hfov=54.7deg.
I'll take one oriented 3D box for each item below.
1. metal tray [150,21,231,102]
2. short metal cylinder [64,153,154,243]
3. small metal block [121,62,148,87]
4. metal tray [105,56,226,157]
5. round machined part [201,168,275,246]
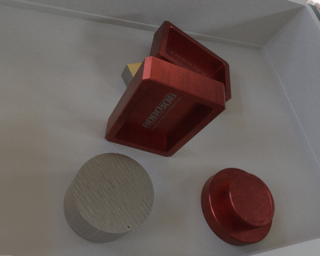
[{"bbox_3d":[0.048,-0.095,0.468,0.131,0.030,0.090,28,45,-22],"label":"metal tray"},{"bbox_3d":[-0.053,0.072,0.318,0.081,0.050,0.080,14,56,-21],"label":"short metal cylinder"},{"bbox_3d":[-0.019,-0.065,0.436,0.050,0.025,0.050,-15,70,-34],"label":"small metal block"},{"bbox_3d":[0.001,-0.015,0.349,0.091,0.129,0.030,17,55,-19],"label":"metal tray"},{"bbox_3d":[0.105,0.096,0.395,0.099,0.042,0.098,14,56,-21],"label":"round machined part"}]
